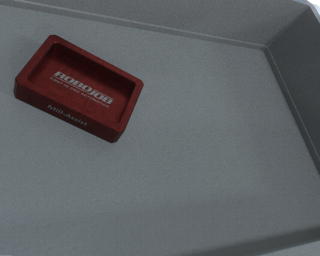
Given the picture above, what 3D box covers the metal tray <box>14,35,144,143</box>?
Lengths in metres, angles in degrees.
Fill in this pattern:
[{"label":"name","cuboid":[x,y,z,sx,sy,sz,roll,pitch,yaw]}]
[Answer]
[{"label":"metal tray","cuboid":[-0.094,-0.049,0.380,0.131,0.030,0.090,27,52,-12]}]
